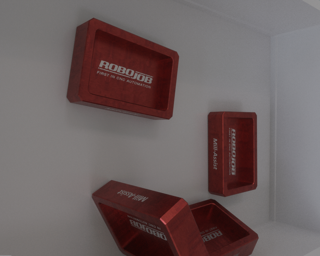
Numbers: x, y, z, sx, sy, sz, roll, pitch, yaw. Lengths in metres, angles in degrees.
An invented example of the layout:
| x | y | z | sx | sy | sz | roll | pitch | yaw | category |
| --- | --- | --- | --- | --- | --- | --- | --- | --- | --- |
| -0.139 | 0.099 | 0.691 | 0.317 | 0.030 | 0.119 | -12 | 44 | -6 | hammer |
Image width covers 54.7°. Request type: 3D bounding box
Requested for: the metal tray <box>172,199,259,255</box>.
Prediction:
| x | y | z | sx | sy | sz | roll | pitch | yaw | category |
| --- | --- | --- | --- | --- | --- | --- | --- | --- | --- |
| 0.054 | 0.142 | 0.406 | 0.131 | 0.090 | 0.030 | -4 | 117 | -40 | metal tray |

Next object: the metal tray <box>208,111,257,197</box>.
| x | y | z | sx | sy | sz | roll | pitch | yaw | category |
| --- | --- | --- | --- | --- | --- | --- | --- | --- | --- |
| 0.119 | 0.039 | 0.503 | 0.091 | 0.030 | 0.129 | -1 | 91 | -40 | metal tray |

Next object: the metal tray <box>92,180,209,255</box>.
| x | y | z | sx | sy | sz | roll | pitch | yaw | category |
| --- | --- | --- | --- | --- | --- | --- | --- | --- | --- |
| -0.013 | 0.108 | 0.328 | 0.030 | 0.130 | 0.090 | -35 | 112 | -35 | metal tray |

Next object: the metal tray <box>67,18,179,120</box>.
| x | y | z | sx | sy | sz | roll | pitch | yaw | category |
| --- | --- | --- | --- | --- | --- | --- | --- | --- | --- |
| -0.038 | -0.063 | 0.370 | 0.131 | 0.030 | 0.090 | 11 | 83 | -39 | metal tray |
